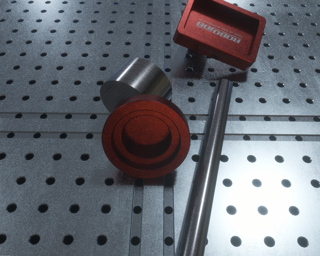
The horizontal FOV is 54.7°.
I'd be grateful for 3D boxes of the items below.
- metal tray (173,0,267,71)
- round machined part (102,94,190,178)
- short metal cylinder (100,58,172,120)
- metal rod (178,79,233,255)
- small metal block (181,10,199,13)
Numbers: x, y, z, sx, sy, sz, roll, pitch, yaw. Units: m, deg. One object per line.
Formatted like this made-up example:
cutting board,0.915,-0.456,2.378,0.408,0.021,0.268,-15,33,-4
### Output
metal tray,0.096,-0.157,0.497,0.131,0.030,0.090,21,71,-4
round machined part,-0.015,0.007,0.362,0.099,0.097,0.042,1,24,0
short metal cylinder,-0.031,-0.045,0.409,0.080,0.080,0.050,22,54,17
metal rod,0.057,0.047,0.368,0.025,0.025,0.300,12,51,9
small metal block,0.067,-0.184,0.544,0.050,0.050,0.025,-18,38,-15
